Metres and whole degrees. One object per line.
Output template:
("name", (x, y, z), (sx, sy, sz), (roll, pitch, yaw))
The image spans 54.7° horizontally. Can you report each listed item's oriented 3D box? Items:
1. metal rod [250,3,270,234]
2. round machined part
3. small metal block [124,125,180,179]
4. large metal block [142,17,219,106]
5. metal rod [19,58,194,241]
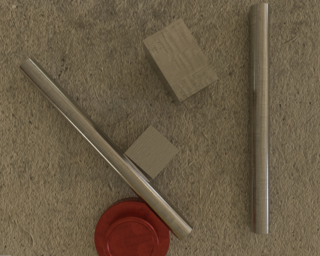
("metal rod", (0.133, -0.012, 0.411), (0.025, 0.025, 0.298), (0, 90, -1))
("round machined part", (-0.036, 0.143, 0.401), (0.099, 0.042, 0.097), (0, 90, -1))
("small metal block", (-0.010, 0.031, 0.410), (0.050, 0.025, 0.050), (42, 89, -1))
("large metal block", (0.023, -0.076, 0.383), (0.050, 0.080, 0.080), (-32, 90, 0))
("metal rod", (-0.071, 0.025, 0.399), (0.025, 0.025, 0.300), (-44, 87, 0))
